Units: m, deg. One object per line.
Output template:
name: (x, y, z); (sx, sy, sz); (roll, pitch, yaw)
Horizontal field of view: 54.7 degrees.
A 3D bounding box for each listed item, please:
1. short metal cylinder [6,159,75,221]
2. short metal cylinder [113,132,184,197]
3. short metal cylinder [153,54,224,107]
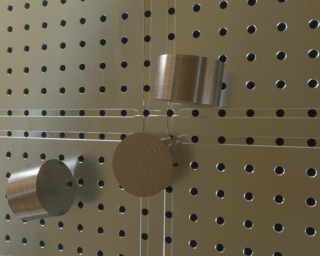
short metal cylinder: (-0.167, 0.088, 0.442); (0.050, 0.080, 0.080); (-14, 86, 19)
short metal cylinder: (-0.014, 0.045, 0.404); (0.080, 0.050, 0.079); (0, 90, 20)
short metal cylinder: (0.034, -0.055, 0.371); (0.080, 0.080, 0.050); (8, 93, 20)
